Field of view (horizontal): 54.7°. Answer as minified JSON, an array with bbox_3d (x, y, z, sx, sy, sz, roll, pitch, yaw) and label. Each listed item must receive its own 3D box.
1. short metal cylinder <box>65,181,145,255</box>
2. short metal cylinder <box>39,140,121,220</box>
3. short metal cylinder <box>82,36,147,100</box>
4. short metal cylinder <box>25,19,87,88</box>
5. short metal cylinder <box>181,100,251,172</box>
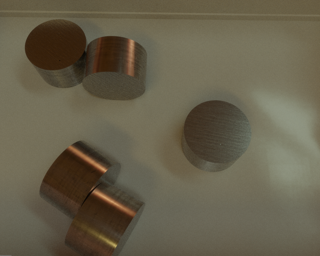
[{"bbox_3d":[-0.058,0.106,0.341,0.050,0.080,0.080,28,73,9],"label":"short metal cylinder"},{"bbox_3d":[-0.090,0.061,0.357,0.050,0.080,0.080,31,73,11],"label":"short metal cylinder"},{"bbox_3d":[-0.058,-0.076,0.408,0.080,0.080,0.050,2,70,0],"label":"short metal cylinder"},{"bbox_3d":[-0.138,-0.103,0.433,0.081,0.050,0.080,0,70,0],"label":"short metal cylinder"},{"bbox_3d":[0.069,0.011,0.392,0.081,0.050,0.080,0,70,0],"label":"short metal cylinder"}]
